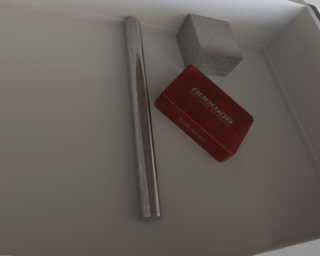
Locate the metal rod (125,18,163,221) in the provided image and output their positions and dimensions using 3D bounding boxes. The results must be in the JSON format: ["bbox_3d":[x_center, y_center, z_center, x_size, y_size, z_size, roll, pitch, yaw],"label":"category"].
[{"bbox_3d":[-0.026,-0.031,0.411,0.025,0.025,0.299,7,59,-25],"label":"metal rod"}]

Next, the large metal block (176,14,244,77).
[{"bbox_3d":[0.081,-0.136,0.519,0.081,0.050,0.080,2,61,-28],"label":"large metal block"}]

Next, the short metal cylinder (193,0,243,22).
[{"bbox_3d":[0.112,-0.243,0.603,0.081,0.050,0.080,14,56,-21],"label":"short metal cylinder"}]

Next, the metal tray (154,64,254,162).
[{"bbox_3d":[0.067,-0.024,0.455,0.130,0.030,0.090,41,51,-1],"label":"metal tray"}]
